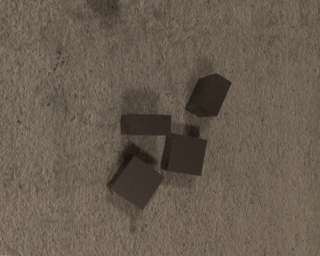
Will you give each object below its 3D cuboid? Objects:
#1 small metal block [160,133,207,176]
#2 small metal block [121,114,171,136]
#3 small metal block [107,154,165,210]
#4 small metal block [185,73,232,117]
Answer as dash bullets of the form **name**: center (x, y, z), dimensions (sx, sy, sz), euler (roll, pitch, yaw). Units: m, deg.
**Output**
- **small metal block**: center (0.032, 0.036, 0.422), dimensions (0.050, 0.025, 0.050), euler (12, 86, -20)
- **small metal block**: center (-0.019, -0.004, 0.390), dimensions (0.050, 0.050, 0.025), euler (1, 90, -20)
- **small metal block**: center (-0.031, 0.069, 0.399), dimensions (0.050, 0.025, 0.050), euler (38, 78, -16)
- **small metal block**: center (0.065, -0.043, 0.421), dimensions (0.025, 0.050, 0.050), euler (28, 81, -18)
